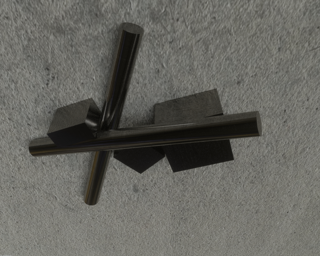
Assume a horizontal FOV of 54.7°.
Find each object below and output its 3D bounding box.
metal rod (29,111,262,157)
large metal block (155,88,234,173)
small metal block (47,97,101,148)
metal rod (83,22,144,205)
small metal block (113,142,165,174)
[{"bbox_3d":[-0.038,0.012,0.363,0.300,0.025,0.025,-7,132,26],"label":"metal rod"},{"bbox_3d":[0.044,0.005,0.396,0.080,0.050,0.080,-14,129,11],"label":"large metal block"},{"bbox_3d":[-0.105,-0.007,0.383,0.050,0.050,0.025,-16,128,12],"label":"small metal block"},{"bbox_3d":[-0.070,0.006,0.411,0.025,0.025,0.298,12,129,-11],"label":"metal rod"},{"bbox_3d":[-0.029,0.032,0.434,0.050,0.025,0.050,36,121,-27],"label":"small metal block"}]
